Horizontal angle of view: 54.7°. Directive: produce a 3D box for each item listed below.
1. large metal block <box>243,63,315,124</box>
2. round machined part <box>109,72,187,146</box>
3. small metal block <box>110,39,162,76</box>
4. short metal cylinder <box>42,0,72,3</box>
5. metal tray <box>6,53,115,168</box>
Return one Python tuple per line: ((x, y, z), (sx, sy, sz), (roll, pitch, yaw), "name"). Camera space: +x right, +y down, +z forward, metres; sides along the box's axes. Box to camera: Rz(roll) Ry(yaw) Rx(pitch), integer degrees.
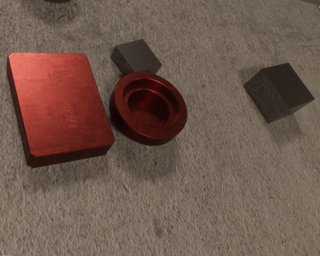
((0.207, -0.062, 0.540), (0.081, 0.050, 0.080), (-17, 71, -35), "large metal block")
((-0.018, -0.020, 0.397), (0.099, 0.042, 0.098), (14, 56, -21), "round machined part")
((-0.034, -0.096, 0.446), (0.050, 0.025, 0.050), (-27, 77, -37), "small metal block")
((-0.155, -0.228, 0.444), (0.081, 0.050, 0.080), (14, 56, -21), "short metal cylinder")
((-0.115, -0.026, 0.355), (0.091, 0.030, 0.130), (-8, 66, -32), "metal tray")
